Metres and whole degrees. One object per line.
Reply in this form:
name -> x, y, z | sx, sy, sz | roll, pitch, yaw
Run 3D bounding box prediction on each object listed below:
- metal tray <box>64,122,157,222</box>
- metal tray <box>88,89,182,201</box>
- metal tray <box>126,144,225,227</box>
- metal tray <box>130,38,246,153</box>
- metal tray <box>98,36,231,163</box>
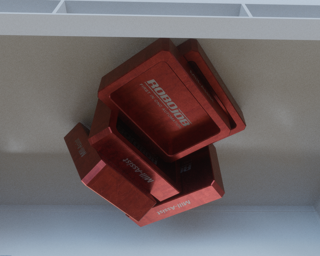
metal tray -> -0.065, 0.049, 0.381 | 0.030, 0.130, 0.090 | -47, 121, -3
metal tray -> -0.024, 0.019, 0.379 | 0.030, 0.090, 0.130 | -30, 124, 22
metal tray -> 0.017, 0.072, 0.426 | 0.130, 0.090, 0.030 | -26, 126, 20
metal tray -> 0.036, -0.032, 0.379 | 0.090, 0.030, 0.130 | -26, 125, 22
metal tray -> 0.008, -0.024, 0.344 | 0.090, 0.030, 0.130 | -29, 124, 22
